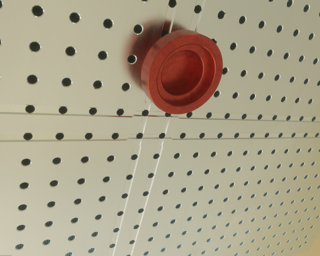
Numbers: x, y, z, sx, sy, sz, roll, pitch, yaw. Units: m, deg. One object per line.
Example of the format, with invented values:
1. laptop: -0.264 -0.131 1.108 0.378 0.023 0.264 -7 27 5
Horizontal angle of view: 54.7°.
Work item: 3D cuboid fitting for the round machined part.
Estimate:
1. round machined part: 0.023 -0.069 0.371 0.099 0.042 0.097 -14 125 -21
